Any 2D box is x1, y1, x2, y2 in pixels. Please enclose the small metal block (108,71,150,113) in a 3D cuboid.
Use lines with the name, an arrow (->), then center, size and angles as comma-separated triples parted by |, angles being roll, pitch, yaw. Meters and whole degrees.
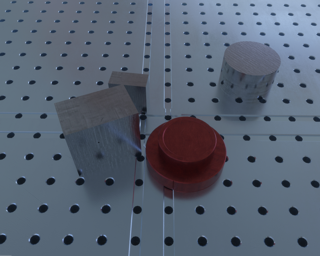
small metal block -> -0.042, -0.050, 0.433 | 0.050, 0.050, 0.025 | 6, 51, 4

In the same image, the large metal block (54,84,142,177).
large metal block -> -0.070, 0.004, 0.368 | 0.081, 0.080, 0.050 | -18, 53, -15

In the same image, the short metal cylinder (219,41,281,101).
short metal cylinder -> 0.133, -0.086, 0.465 | 0.081, 0.050, 0.080 | 0, 50, 0

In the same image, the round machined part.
round machined part -> 0.032, 0.024, 0.376 | 0.099, 0.042, 0.098 | 0, 50, 0
